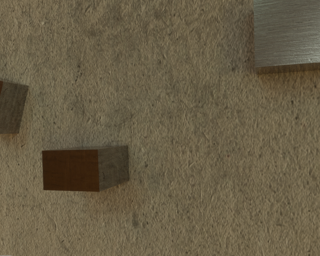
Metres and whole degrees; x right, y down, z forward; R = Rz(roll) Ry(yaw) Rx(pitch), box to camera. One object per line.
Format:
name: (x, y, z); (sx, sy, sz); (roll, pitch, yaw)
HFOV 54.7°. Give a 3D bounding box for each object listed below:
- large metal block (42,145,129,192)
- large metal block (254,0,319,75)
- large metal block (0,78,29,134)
large metal block: (-0.096, 0.051, 0.414); (0.080, 0.080, 0.050); (-3, 89, 20)
large metal block: (0.148, -0.106, 0.343); (0.080, 0.050, 0.080); (-1, 90, 20)
large metal block: (-0.265, -0.040, 0.489); (0.080, 0.050, 0.080); (16, 95, 19)
